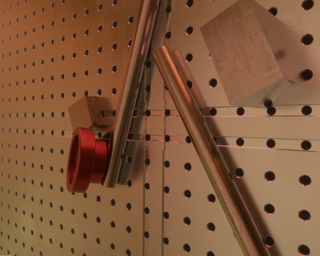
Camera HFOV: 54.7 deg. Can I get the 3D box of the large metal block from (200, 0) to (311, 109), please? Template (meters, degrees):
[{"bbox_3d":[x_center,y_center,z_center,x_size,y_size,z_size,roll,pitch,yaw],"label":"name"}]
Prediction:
[{"bbox_3d":[0.093,-0.066,0.296,0.050,0.081,0.080,-28,73,36],"label":"large metal block"}]

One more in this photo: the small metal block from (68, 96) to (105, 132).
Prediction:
[{"bbox_3d":[-0.121,-0.019,0.507,0.050,0.025,0.050,-26,74,36],"label":"small metal block"}]

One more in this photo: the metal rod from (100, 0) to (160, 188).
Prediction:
[{"bbox_3d":[-0.042,-0.056,0.441,0.025,0.025,0.298,23,104,37],"label":"metal rod"}]

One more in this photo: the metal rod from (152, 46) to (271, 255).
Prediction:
[{"bbox_3d":[0.058,0.031,0.360,0.025,0.025,0.299,-36,68,34],"label":"metal rod"}]

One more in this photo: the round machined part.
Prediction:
[{"bbox_3d":[-0.110,0.049,0.470,0.098,0.042,0.098,146,128,-59],"label":"round machined part"}]
